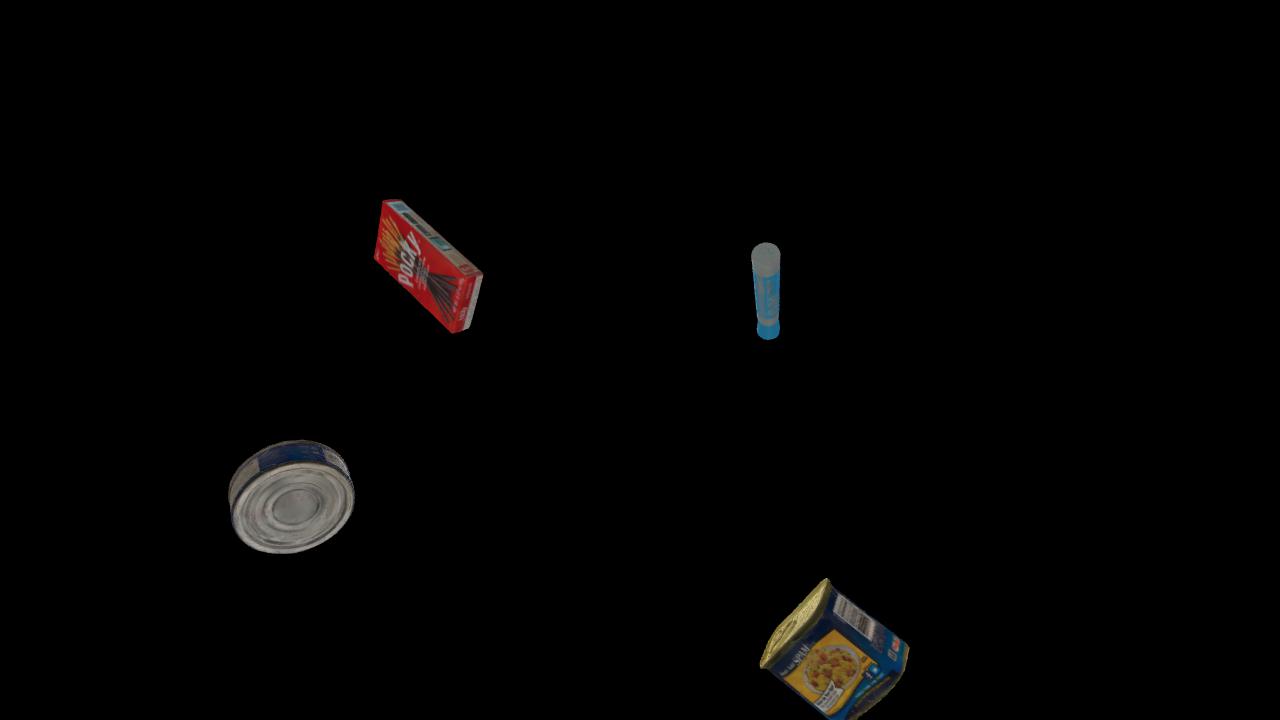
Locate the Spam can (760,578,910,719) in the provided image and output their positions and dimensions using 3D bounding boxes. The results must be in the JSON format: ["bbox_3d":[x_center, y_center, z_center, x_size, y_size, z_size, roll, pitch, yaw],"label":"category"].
[{"bbox_3d":[0.169,0.259,0.541,0.085,0.101,0.058,36,30,13],"label":"Spam can"}]

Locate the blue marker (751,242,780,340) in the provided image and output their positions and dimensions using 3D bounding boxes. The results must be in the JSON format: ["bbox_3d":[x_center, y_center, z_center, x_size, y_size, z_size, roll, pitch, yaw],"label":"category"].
[{"bbox_3d":[0.095,-0.046,0.458,0.020,0.020,0.121,0,-23,13],"label":"blue marker"}]

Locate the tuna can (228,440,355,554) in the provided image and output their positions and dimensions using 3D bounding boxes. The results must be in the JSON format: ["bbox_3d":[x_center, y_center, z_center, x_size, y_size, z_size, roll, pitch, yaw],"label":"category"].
[{"bbox_3d":[-0.267,0.106,0.475,0.084,0.084,0.034,0,22,-36],"label":"tuna can"}]

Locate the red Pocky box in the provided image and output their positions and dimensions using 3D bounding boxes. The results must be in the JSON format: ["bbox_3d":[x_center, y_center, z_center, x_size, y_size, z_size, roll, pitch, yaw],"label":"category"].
[{"bbox_3d":[-0.244,-0.107,0.699,0.155,0.083,0.028,40,39,19],"label":"red Pocky box"}]
